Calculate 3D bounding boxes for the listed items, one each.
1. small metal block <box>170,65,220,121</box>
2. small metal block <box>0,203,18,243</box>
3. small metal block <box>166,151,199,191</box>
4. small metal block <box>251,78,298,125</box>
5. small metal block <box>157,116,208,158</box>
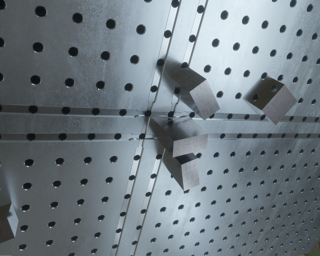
[{"bbox_3d":[0.044,-0.045,0.391,0.025,0.050,0.050,-37,129,-4],"label":"small metal block"},{"bbox_3d":[-0.195,0.114,0.355,0.050,0.050,0.025,-18,102,-18],"label":"small metal block"},{"bbox_3d":[0.032,0.053,0.444,0.025,0.050,0.050,-20,126,-17],"label":"small metal block"},{"bbox_3d":[0.178,-0.040,0.483,0.050,0.025,0.050,34,99,-39],"label":"small metal block"},{"bbox_3d":[0.029,0.010,0.416,0.050,0.050,0.025,-11,123,-22],"label":"small metal block"}]
